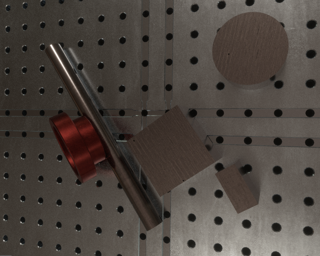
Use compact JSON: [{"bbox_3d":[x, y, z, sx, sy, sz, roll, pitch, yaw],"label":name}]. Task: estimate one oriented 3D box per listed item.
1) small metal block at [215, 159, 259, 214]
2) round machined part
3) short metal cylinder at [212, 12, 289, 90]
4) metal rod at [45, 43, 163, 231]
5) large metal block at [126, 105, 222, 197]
[{"bbox_3d":[0.093,0.067,0.366,0.025,0.050,0.050,-32,80,17],"label":"small metal block"},{"bbox_3d":[-0.109,0.022,0.421,0.042,0.098,0.098,-27,79,-22],"label":"round machined part"},{"bbox_3d":[0.106,-0.087,0.362,0.080,0.050,0.079,0,90,19],"label":"short metal cylinder"},{"bbox_3d":[-0.084,0.006,0.440,0.025,0.025,0.299,-35,79,16],"label":"metal rod"},{"bbox_3d":[0.019,0.028,0.392,0.080,0.050,0.080,-36,79,16],"label":"large metal block"}]
